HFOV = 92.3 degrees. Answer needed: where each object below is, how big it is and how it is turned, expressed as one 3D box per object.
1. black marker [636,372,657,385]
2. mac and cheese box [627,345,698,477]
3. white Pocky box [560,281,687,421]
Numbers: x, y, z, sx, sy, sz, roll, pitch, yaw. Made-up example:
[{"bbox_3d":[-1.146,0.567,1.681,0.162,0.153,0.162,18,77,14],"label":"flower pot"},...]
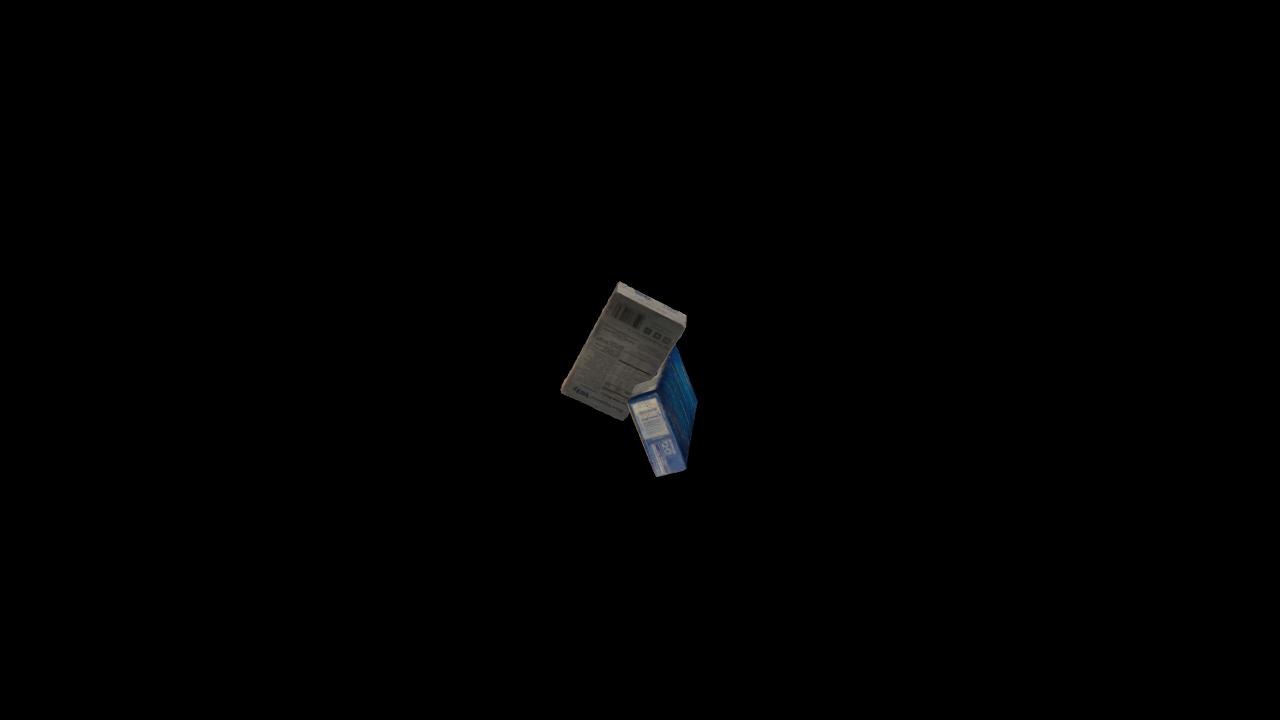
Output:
[{"bbox_3d":[0.021,0.017,0.727,0.020,0.020,0.121,0,-4,15],"label":"black marker"},{"bbox_3d":[0.031,0.050,0.721,0.041,0.093,0.184,-19,14,15],"label":"mac and cheese box"},{"bbox_3d":[-0.020,-0.005,0.672,0.084,0.154,0.028,26,35,-9],"label":"white Pocky box"}]
